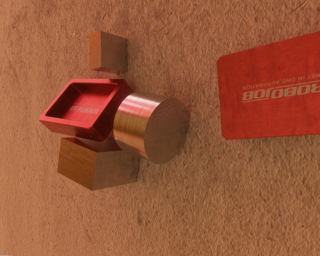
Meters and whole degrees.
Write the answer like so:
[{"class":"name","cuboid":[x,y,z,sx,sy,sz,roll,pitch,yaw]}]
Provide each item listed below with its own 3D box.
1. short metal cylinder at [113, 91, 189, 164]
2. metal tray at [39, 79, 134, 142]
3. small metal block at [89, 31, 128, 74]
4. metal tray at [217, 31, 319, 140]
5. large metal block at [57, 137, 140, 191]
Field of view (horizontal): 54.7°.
[{"class":"short metal cylinder","cuboid":[-0.009,-0.002,0.377,0.050,0.081,0.079,17,101,38]},{"class":"metal tray","cuboid":[-0.110,-0.031,0.460,0.130,0.030,0.090,8,56,39]},{"class":"small metal block","cuboid":[-0.074,-0.108,0.450,0.025,0.050,0.050,-2,89,40]},{"class":"metal tray","cuboid":[0.123,-0.037,0.301,0.130,0.030,0.089,-6,86,39]},{"class":"large metal block","cuboid":[-0.085,0.046,0.440,0.080,0.081,0.050,15,100,39]}]
